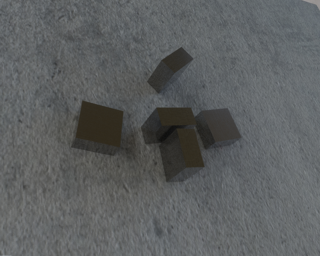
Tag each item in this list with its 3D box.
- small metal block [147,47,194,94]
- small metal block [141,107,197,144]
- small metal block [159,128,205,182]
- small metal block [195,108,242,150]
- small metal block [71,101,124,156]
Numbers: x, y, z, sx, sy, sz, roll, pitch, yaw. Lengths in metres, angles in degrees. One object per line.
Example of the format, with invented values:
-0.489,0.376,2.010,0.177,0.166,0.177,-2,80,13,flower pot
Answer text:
0.015,-0.083,0.448,0.025,0.050,0.050,46,51,3,small metal block
0.010,-0.003,0.397,0.050,0.050,0.025,-2,63,-30,small metal block
0.025,0.034,0.382,0.025,0.050,0.050,2,61,-28,small metal block
0.083,0.001,0.450,0.050,0.025,0.050,-7,65,-32,small metal block
-0.073,0.001,0.365,0.050,0.025,0.050,14,56,-21,small metal block
